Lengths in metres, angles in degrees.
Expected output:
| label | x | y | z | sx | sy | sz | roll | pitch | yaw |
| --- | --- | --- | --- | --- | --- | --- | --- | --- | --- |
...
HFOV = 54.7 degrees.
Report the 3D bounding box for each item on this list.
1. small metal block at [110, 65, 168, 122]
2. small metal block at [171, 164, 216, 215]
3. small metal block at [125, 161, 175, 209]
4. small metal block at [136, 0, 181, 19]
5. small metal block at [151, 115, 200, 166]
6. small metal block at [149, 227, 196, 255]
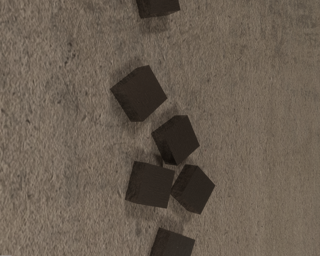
| label | x | y | z | sx | sy | sz | roll | pitch | yaw |
| --- | --- | --- | --- | --- | --- | --- | --- | --- | --- |
| small metal block | -0.025 | -0.043 | 0.385 | 0.050 | 0.025 | 0.050 | -45 | 118 | -31 |
| small metal block | 0.047 | 0.088 | 0.447 | 0.050 | 0.025 | 0.050 | 49 | 61 | -29 |
| small metal block | -0.012 | 0.073 | 0.397 | 0.050 | 0.025 | 0.050 | 21 | 77 | -38 |
| small metal block | -0.005 | -0.173 | 0.402 | 0.050 | 0.025 | 0.050 | -24 | 105 | -38 |
| small metal block | 0.022 | 0.016 | 0.426 | 0.050 | 0.025 | 0.050 | -37 | 113 | -34 |
| small metal block | 0.016 | 0.168 | 0.421 | 0.050 | 0.025 | 0.050 | 32 | 70 | -36 |
